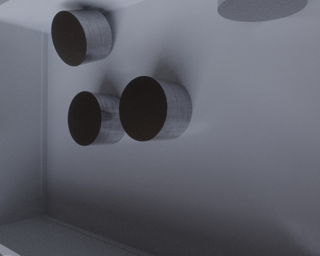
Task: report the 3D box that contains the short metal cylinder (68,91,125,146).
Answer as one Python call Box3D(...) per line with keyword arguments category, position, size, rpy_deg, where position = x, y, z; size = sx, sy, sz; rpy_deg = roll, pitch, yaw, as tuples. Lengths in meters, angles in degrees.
Box3D(category="short metal cylinder", position=(-0.095, -0.014, 0.469), size=(0.080, 0.050, 0.080), rpy_deg=(0, 90, 40))

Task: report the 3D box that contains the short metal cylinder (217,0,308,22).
Box3D(category="short metal cylinder", position=(0.095, -0.138, 0.292), size=(0.080, 0.081, 0.050), rpy_deg=(1, 91, 40))

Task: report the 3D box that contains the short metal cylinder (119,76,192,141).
Box3D(category="short metal cylinder", position=(-0.006, -0.024, 0.396), size=(0.080, 0.050, 0.080), rpy_deg=(0, 90, 40))

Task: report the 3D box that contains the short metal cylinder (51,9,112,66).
Box3D(category="short metal cylinder", position=(-0.120, -0.139, 0.474), size=(0.080, 0.050, 0.079), rpy_deg=(18, 121, 33))
